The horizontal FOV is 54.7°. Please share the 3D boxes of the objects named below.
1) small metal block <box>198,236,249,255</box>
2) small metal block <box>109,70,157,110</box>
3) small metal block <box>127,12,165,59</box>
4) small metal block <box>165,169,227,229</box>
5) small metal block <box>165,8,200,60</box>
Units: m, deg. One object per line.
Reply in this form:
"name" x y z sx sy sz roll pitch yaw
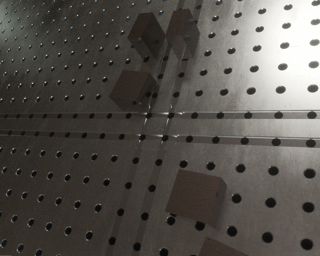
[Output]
"small metal block" 0.060 0.138 0.292 0.050 0.025 0.050 16 70 34
"small metal block" -0.040 -0.058 0.463 0.050 0.025 0.050 12 68 32
"small metal block" -0.020 -0.145 0.490 0.025 0.050 0.050 8 66 31
"small metal block" 0.040 0.077 0.339 0.050 0.025 0.050 7 65 31
"small metal block" 0.035 -0.138 0.457 0.025 0.050 0.050 2 63 29
